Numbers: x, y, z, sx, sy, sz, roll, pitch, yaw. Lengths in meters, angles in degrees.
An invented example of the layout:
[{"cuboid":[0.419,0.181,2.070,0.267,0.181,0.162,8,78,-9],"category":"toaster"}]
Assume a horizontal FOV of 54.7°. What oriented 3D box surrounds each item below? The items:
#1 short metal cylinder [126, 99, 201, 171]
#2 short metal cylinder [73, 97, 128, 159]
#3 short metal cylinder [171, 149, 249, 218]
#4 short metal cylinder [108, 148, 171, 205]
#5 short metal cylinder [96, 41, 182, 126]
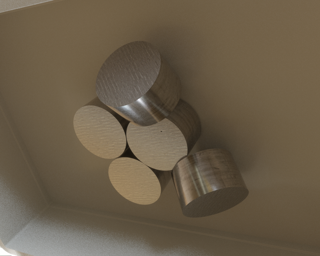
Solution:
[{"cuboid":[0.005,0.006,0.390,0.080,0.050,0.079,13,124,20],"category":"short metal cylinder"},{"cuboid":[-0.069,-0.005,0.421,0.080,0.050,0.079,13,124,20],"category":"short metal cylinder"},{"cuboid":[0.059,0.068,0.374,0.081,0.050,0.080,-12,145,-8],"category":"short metal cylinder"},{"cuboid":[-0.025,0.061,0.439,0.080,0.050,0.079,13,124,20],"category":"short metal cylinder"},{"cuboid":[-0.023,-0.048,0.343,0.080,0.080,0.050,-3,155,29],"category":"short metal cylinder"}]
